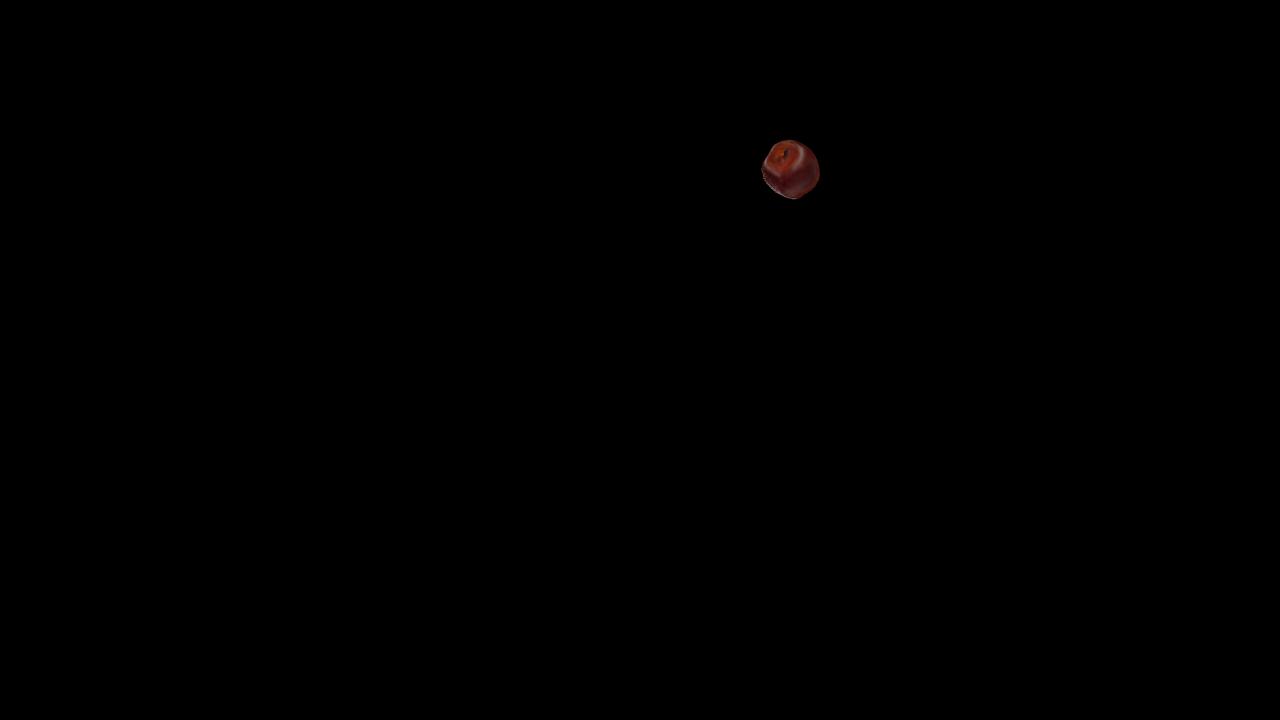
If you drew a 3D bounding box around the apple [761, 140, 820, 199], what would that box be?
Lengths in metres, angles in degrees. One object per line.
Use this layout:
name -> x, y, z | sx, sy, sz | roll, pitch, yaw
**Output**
apple -> 0.218, -0.272, 0.881 | 0.079, 0.079, 0.093 | 0, -18, 29
